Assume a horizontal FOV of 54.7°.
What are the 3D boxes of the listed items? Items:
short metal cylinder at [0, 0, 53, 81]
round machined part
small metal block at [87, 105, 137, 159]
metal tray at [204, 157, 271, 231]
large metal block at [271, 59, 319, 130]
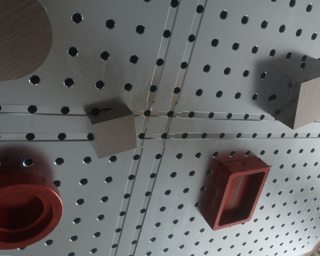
[{"bbox_3d":[-0.138,-0.087,0.265,0.081,0.050,0.079,-14,124,-21],"label":"short metal cylinder"},{"bbox_3d":[-0.169,0.092,0.365,0.099,0.042,0.097,-14,124,-21],"label":"round machined part"},{"bbox_3d":[-0.058,0.005,0.382,0.050,0.025,0.050,-16,125,-20],"label":"small metal block"},{"bbox_3d":[0.137,0.119,0.555,0.091,0.030,0.129,-5,121,-26],"label":"metal tray"},{"bbox_3d":[0.227,-0.054,0.485,0.081,0.050,0.079,-19,126,-17],"label":"large metal block"}]
